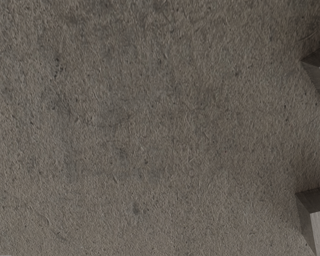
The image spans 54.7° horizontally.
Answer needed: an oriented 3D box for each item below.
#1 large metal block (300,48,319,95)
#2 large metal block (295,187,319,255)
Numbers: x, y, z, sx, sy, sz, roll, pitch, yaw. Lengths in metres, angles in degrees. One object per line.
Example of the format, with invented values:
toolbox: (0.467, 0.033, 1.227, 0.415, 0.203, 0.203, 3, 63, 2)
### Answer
large metal block: (0.234, -0.069, 0.373, 0.080, 0.050, 0.080, -35, 107, 12)
large metal block: (0.251, 0.131, 0.447, 0.080, 0.050, 0.080, -16, 110, 5)
